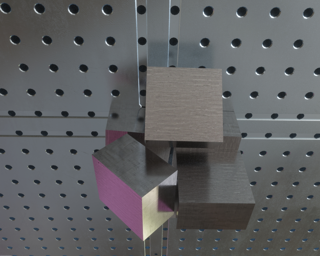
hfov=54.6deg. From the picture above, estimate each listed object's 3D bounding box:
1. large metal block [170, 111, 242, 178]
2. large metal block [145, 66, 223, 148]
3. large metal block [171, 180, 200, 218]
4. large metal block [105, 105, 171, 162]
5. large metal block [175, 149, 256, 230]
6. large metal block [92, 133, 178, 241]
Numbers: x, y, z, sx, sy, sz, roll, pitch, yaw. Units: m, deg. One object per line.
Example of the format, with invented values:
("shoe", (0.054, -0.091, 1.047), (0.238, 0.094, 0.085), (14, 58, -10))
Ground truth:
("large metal block", (0.056, 0.023, 0.415), (0.080, 0.050, 0.080), (2, 130, -2))
("large metal block", (0.025, -0.021, 0.348), (0.080, 0.080, 0.050), (2, 168, -2))
("large metal block", (0.016, 0.097, 0.451), (0.080, 0.050, 0.080), (2, 175, -1))
("large metal block", (-0.029, 0.020, 0.412), (0.080, 0.050, 0.080), (5, 130, -5))
("large metal block", (0.059, 0.072, 0.371), (0.080, 0.080, 0.050), (1, 130, -1))
("large metal block", (-0.029, 0.066, 0.355), (0.080, 0.050, 0.080), (33, 140, 32))
